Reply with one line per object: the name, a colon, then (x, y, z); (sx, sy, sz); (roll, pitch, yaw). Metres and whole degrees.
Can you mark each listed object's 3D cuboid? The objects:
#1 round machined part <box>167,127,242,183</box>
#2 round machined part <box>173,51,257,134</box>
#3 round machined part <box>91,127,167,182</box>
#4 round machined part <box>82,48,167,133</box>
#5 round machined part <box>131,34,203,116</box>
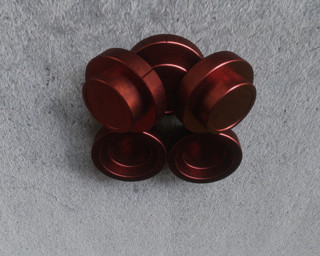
round machined part: (0.059, 0.029, 0.423); (0.099, 0.042, 0.097); (-1, 130, 0)
round machined part: (0.067, -0.032, 0.343); (0.099, 0.042, 0.097); (-24, 141, -21)
round machined part: (-0.040, 0.025, 0.418); (0.099, 0.042, 0.097); (-1, 130, 0)
round machined part: (-0.045, -0.033, 0.337); (0.098, 0.042, 0.097); (24, 139, 23)
round machined part: (0.006, -0.052, 0.352); (0.099, 0.042, 0.097); (-1, 130, 0)
